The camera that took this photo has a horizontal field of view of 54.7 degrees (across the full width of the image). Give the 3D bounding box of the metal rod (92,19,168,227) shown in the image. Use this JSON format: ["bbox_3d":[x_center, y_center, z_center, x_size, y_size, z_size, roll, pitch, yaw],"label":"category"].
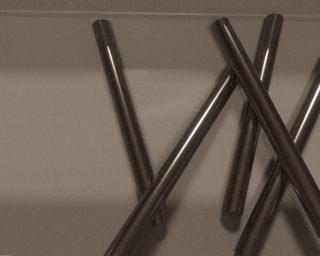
[{"bbox_3d":[-0.046,-0.020,0.416,0.025,0.025,0.299,-16,71,-6],"label":"metal rod"}]

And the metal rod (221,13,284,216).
[{"bbox_3d":[0.131,-0.032,0.422,0.025,0.025,0.299,17,71,5],"label":"metal rod"}]

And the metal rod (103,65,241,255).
[{"bbox_3d":[0.028,0.031,0.380,0.025,0.025,0.301,31,65,10],"label":"metal rod"}]

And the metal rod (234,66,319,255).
[{"bbox_3d":[0.172,0.027,0.402,0.025,0.025,0.300,29,72,9],"label":"metal rod"}]

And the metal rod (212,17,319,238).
[{"bbox_3d":[0.136,-0.016,0.389,0.025,0.025,0.299,-19,71,-7],"label":"metal rod"}]
